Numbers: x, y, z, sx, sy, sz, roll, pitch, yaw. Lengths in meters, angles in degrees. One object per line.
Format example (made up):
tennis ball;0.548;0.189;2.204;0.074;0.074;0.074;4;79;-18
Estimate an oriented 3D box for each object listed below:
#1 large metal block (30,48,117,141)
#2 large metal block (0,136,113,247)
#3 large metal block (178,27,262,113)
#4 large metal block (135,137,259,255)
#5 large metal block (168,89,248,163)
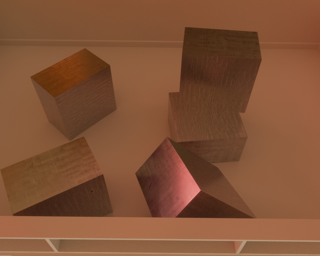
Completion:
large metal block;-0.108;-0.044;0.405;0.050;0.080;0.080;37;59;26
large metal block;-0.099;0.065;0.313;0.081;0.080;0.050;-23;54;-18
large metal block;0.065;-0.066;0.361;0.080;0.080;0.050;5;50;4
large metal block;0.032;0.064;0.294;0.050;0.080;0.080;-50;33;12
large metal block;0.055;-0.002;0.391;0.081;0.050;0.080;-4;50;-4
